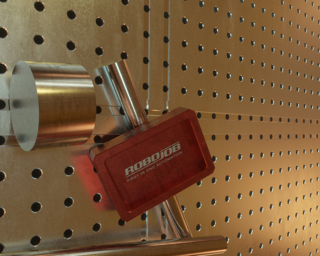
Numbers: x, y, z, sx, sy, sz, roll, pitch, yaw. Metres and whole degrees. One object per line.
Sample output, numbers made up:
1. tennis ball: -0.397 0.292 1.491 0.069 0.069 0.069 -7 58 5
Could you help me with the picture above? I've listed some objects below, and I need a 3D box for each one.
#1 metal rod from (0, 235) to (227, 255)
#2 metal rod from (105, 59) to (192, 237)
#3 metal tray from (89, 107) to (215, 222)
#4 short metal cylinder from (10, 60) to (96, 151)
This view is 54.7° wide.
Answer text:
1. metal rod: -0.036 0.146 0.361 0.302 0.025 0.025 9 84 -34
2. metal rod: -0.003 0.057 0.408 0.025 0.025 0.298 -32 110 -36
3. metal tray: -0.006 0.041 0.373 0.131 0.030 0.090 -27 108 -16
4. short metal cylinder: -0.102 -0.021 0.289 0.050 0.080 0.079 -6 94 -40
